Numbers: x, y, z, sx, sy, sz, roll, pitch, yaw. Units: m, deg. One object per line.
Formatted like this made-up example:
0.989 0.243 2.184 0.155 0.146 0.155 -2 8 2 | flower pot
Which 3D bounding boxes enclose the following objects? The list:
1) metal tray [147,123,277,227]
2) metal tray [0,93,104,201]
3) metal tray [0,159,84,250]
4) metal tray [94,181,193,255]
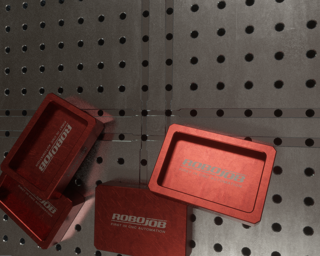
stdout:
0.062 0.053 0.369 0.130 0.030 0.090 14 71 19 | metal tray
-0.153 0.026 0.443 0.090 0.030 0.130 30 84 15 | metal tray
-0.190 0.107 0.474 0.130 0.030 0.090 36 101 16 | metal tray
-0.024 0.124 0.417 0.130 0.030 0.089 2 91 19 | metal tray
